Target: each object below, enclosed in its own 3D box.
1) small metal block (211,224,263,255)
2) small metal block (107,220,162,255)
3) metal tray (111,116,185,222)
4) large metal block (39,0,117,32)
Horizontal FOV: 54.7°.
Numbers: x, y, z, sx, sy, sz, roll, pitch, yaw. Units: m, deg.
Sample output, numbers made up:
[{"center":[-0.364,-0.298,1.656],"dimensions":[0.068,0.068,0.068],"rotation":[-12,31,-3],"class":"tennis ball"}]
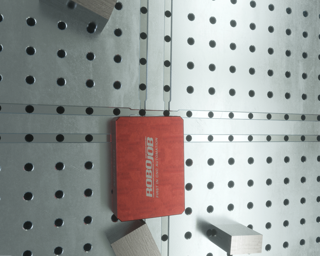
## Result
[{"center":[0.109,0.157,0.441],"dimensions":[0.050,0.050,0.025],"rotation":[6,88,-20],"class":"small metal block"},{"center":[-0.033,0.154,0.402],"dimensions":[0.050,0.025,0.050],"rotation":[-26,99,-18],"class":"small metal block"},{"center":[-0.015,0.050,0.405],"dimensions":[0.091,0.030,0.129],"rotation":[-1,91,-21],"class":"metal tray"},{"center":[-0.088,-0.175,0.367],"dimensions":[0.080,0.050,0.080],"rotation":[23,82,-19],"class":"large metal block"}]
